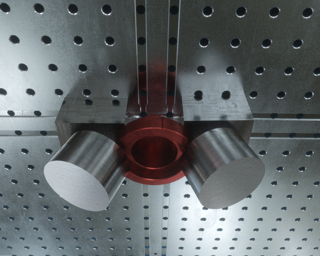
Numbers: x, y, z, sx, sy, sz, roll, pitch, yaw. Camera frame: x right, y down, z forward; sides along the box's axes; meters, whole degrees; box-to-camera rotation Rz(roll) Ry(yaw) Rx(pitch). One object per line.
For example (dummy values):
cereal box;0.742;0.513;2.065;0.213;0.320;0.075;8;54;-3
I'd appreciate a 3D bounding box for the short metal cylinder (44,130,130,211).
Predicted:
short metal cylinder;-0.082;0.049;0.353;0.080;0.050;0.079;14;133;16

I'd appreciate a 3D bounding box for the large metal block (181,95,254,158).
large metal block;0.068;0.005;0.400;0.080;0.050;0.079;-1;130;0

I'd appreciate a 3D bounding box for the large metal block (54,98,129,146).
large metal block;-0.082;0.008;0.401;0.081;0.050;0.079;0;130;-1

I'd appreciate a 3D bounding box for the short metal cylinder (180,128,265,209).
short metal cylinder;0.070;0.046;0.352;0.081;0.050;0.079;-13;132;-15

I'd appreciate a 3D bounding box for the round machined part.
round machined part;-0.007;0.023;0.381;0.099;0.042;0.097;0;130;0
